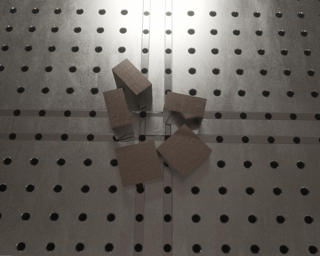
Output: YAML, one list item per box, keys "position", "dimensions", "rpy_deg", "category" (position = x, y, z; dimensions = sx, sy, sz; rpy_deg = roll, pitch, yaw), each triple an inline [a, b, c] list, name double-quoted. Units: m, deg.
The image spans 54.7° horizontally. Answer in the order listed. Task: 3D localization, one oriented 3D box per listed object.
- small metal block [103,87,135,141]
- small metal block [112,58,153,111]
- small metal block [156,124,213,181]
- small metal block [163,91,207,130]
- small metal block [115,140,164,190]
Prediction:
- position: [-0.053, -0.017, 0.404]
  dimensions: [0.025, 0.050, 0.050]
  rpy_deg: [-15, 71, -5]
  category: "small metal block"
- position: [-0.036, -0.058, 0.419]
  dimensions: [0.025, 0.050, 0.050]
  rpy_deg: [-40, 75, -13]
  category: "small metal block"
- position: [0.031, 0.032, 0.401]
  dimensions: [0.050, 0.025, 0.050]
  rpy_deg: [-41, 76, -14]
  category: "small metal block"
- position: [0.031, -0.022, 0.407]
  dimensions: [0.050, 0.050, 0.025]
  rpy_deg: [12, 71, 4]
  category: "small metal block"
- position: [-0.026, 0.047, 0.394]
  dimensions: [0.050, 0.025, 0.050]
  rpy_deg: [-13, 71, -5]
  category: "small metal block"
